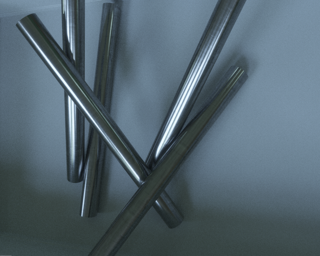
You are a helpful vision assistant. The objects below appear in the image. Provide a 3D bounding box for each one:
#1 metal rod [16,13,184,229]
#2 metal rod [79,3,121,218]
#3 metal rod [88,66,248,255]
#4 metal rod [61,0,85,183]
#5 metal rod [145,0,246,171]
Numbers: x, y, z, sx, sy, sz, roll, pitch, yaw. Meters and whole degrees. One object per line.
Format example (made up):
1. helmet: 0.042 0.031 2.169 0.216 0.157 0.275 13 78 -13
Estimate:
1. metal rod: -0.062 0.003 0.370 0.025 0.025 0.299 -30 104 17
2. metal rod: -0.085 -0.023 0.440 0.025 0.025 0.298 8 93 20
3. metal rod: 0.006 0.051 0.366 0.025 0.025 0.300 36 86 16
4. metal rod: -0.106 -0.056 0.385 0.025 0.025 0.298 19 121 19
5. metal rod: 0.038 -0.053 0.345 0.025 0.025 0.298 34 121 16
